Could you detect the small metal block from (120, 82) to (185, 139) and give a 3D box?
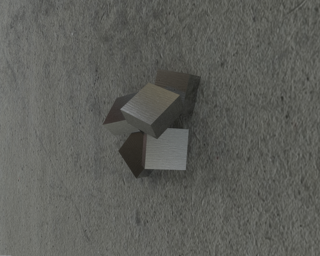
[{"bbox_3d":[-0.008,-0.021,0.361,0.050,0.025,0.050,27,63,36],"label":"small metal block"}]

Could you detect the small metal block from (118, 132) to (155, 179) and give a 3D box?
[{"bbox_3d":[-0.023,0.033,0.424,0.050,0.025,0.050,-52,60,27],"label":"small metal block"}]

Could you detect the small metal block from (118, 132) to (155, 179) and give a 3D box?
[{"bbox_3d":[-0.023,0.033,0.424,0.050,0.025,0.050,-52,60,27],"label":"small metal block"}]

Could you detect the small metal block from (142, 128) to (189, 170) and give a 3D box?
[{"bbox_3d":[0.006,0.024,0.381,0.025,0.050,0.050,-164,78,-77],"label":"small metal block"}]

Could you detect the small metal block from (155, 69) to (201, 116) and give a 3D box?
[{"bbox_3d":[0.019,-0.045,0.389,0.050,0.025,0.050,18,101,38],"label":"small metal block"}]

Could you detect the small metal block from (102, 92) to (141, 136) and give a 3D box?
[{"bbox_3d":[-0.044,-0.020,0.424,0.050,0.025,0.050,-10,46,39],"label":"small metal block"}]
